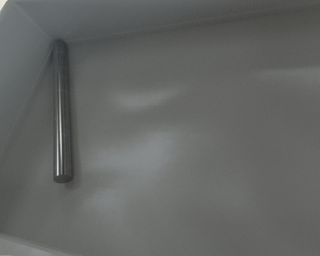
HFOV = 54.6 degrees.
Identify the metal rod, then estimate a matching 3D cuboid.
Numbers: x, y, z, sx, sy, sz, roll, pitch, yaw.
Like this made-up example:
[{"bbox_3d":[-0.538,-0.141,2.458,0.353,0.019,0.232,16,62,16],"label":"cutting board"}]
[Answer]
[{"bbox_3d":[-0.167,-0.046,0.522,0.025,0.025,0.300,-25,53,13],"label":"metal rod"}]
